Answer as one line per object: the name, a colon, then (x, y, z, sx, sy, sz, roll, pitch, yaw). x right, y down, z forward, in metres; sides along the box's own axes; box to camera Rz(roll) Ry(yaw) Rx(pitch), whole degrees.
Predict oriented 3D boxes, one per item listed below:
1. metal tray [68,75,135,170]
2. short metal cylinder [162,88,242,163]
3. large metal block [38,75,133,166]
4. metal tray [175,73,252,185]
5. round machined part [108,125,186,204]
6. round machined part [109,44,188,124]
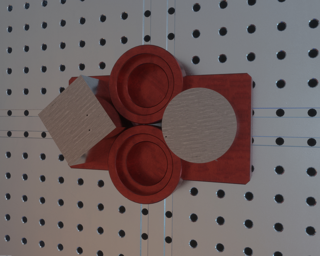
metal tray: (-0.083, -0.007, 0.439, 0.090, 0.030, 0.129, 1, 90, 18)
short metal cylinder: (0.048, -0.003, 0.349, 0.080, 0.050, 0.079, 0, 90, 20)
large metal block: (-0.095, -0.009, 0.400, 0.080, 0.050, 0.080, -38, 78, 16)
metal tray: (0.067, 0.000, 0.384, 0.090, 0.030, 0.129, 1, 90, 19)
round machined part: (-0.014, 0.045, 0.398, 0.098, 0.042, 0.097, 0, 90, 20)
round machined part: (-0.012, -0.054, 0.398, 0.098, 0.042, 0.097, 0, 90, 20)
